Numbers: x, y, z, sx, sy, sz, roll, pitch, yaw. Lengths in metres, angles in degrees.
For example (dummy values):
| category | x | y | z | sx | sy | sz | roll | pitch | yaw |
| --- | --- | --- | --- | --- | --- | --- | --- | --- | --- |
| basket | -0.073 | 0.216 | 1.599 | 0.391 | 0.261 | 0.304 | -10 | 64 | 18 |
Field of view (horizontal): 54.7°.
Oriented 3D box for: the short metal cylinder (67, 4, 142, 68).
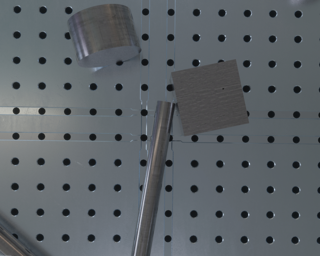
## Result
| category | x | y | z | sx | sy | sz | roll | pitch | yaw |
| --- | --- | --- | --- | --- | --- | --- | --- | --- | --- |
| short metal cylinder | -0.068 | -0.112 | 0.385 | 0.080 | 0.080 | 0.050 | -15 | 90 | 0 |

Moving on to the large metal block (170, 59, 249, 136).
| category | x | y | z | sx | sy | sz | roll | pitch | yaw |
| --- | --- | --- | --- | --- | --- | --- | --- | --- | --- |
| large metal block | 0.061 | -0.037 | 0.401 | 0.080 | 0.050 | 0.080 | -12 | 90 | 0 |

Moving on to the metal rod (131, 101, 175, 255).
| category | x | y | z | sx | sy | sz | roll | pitch | yaw |
| --- | --- | --- | --- | --- | --- | --- | --- | --- | --- |
| metal rod | -0.016 | 0.113 | 0.413 | 0.025 | 0.025 | 0.298 | 9 | 90 | 0 |

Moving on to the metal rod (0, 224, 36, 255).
| category | x | y | z | sx | sy | sz | roll | pitch | yaw |
| --- | --- | --- | --- | --- | --- | --- | --- | --- | --- |
| metal rod | -0.162 | 0.191 | 0.412 | 0.300 | 0.025 | 0.025 | 42 | 90 | 0 |
